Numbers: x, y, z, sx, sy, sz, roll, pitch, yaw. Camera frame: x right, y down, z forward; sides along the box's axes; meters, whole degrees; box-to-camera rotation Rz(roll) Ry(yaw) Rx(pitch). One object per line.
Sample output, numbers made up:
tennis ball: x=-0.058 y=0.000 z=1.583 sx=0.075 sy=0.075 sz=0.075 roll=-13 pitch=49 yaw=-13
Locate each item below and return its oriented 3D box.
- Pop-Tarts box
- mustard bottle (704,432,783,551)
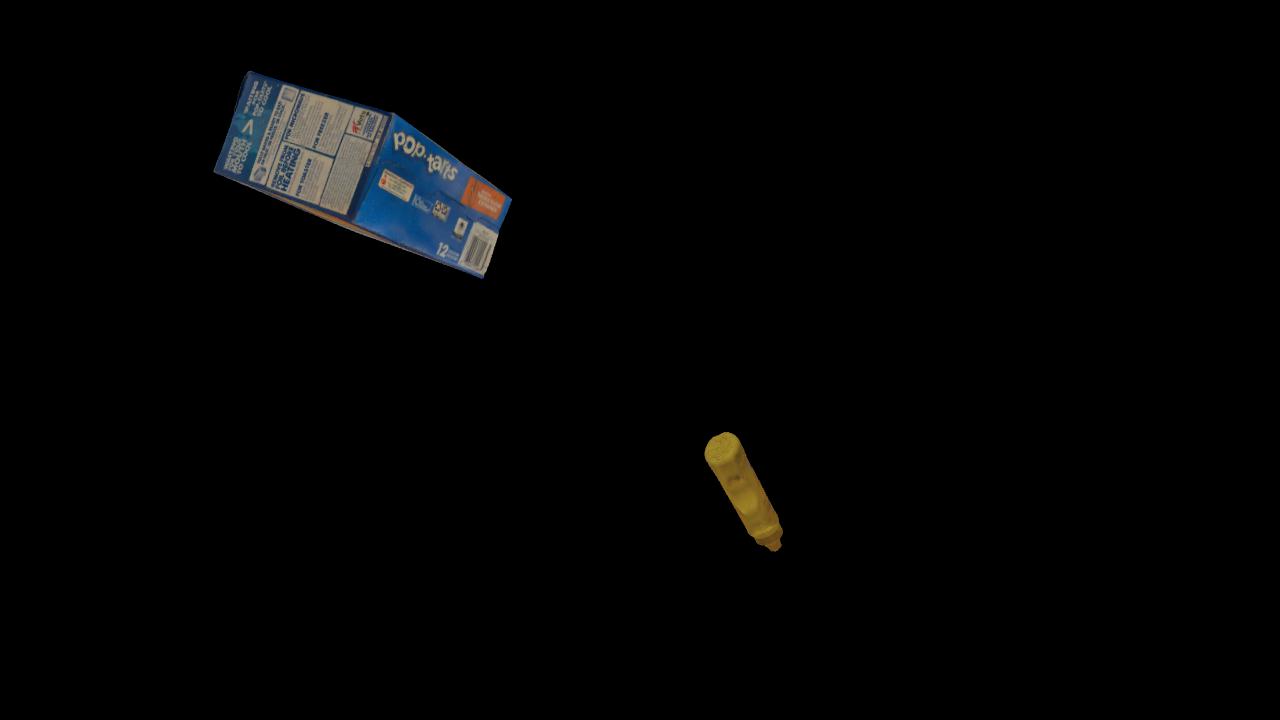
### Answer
Pop-Tarts box: x=-0.214 y=-0.143 z=0.505 sx=0.141 sy=0.083 sz=0.167 roll=21 pitch=0 yaw=18
mustard bottle: x=0.156 y=0.197 z=0.875 sx=0.054 sy=0.184 sz=0.092 roll=-29 pitch=14 yaw=4
